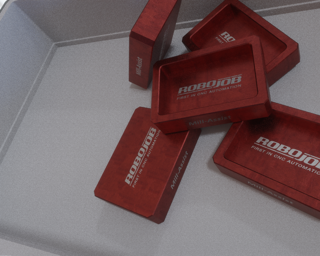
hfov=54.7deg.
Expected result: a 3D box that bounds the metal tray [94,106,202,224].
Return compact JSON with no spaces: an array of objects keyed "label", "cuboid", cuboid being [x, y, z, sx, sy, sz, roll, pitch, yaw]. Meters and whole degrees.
[{"label":"metal tray","cuboid":[-0.014,0.041,0.385,0.090,0.030,0.130,12,68,33]}]

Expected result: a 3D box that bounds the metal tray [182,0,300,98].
[{"label":"metal tray","cuboid":[0.099,-0.103,0.400,0.090,0.030,0.130,-40,56,7]}]

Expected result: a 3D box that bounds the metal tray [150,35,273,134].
[{"label":"metal tray","cuboid":[0.055,-0.048,0.359,0.130,0.030,0.090,-10,61,23]}]

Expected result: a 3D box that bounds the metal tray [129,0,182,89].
[{"label":"metal tray","cuboid":[-0.009,-0.119,0.419,0.030,0.130,0.090,26,73,2]}]

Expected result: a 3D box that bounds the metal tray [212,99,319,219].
[{"label":"metal tray","cuboid":[0.132,0.027,0.316,0.130,0.030,0.090,24,74,36]}]
